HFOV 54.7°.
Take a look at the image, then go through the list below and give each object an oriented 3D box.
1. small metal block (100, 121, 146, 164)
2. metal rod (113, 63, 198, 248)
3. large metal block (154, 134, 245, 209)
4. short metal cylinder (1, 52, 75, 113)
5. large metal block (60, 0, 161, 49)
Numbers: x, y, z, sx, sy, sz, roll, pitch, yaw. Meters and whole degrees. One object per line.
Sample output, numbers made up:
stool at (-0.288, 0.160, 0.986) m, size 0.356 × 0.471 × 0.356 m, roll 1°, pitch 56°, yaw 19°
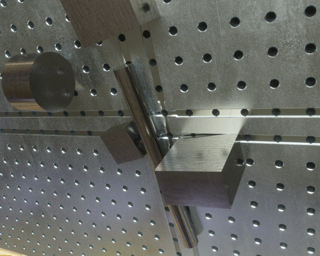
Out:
small metal block at (-0.050, 0.021, 0.449) m, size 0.050 × 0.025 × 0.050 m, roll -18°, pitch 109°, yaw 34°
metal rod at (0.001, 0.054, 0.442) m, size 0.025 × 0.025 × 0.298 m, roll -7°, pitch 115°, yaw 31°
large metal block at (0.052, 0.050, 0.378) m, size 0.080 × 0.080 × 0.050 m, roll -4°, pitch 117°, yaw 29°
short metal cylinder at (-0.163, -0.062, 0.421) m, size 0.050 × 0.080 × 0.079 m, roll 3°, pitch 120°, yaw 26°
large metal block at (-0.058, -0.142, 0.336) m, size 0.080 × 0.050 × 0.080 m, roll -11°, pitch 113°, yaw 32°
